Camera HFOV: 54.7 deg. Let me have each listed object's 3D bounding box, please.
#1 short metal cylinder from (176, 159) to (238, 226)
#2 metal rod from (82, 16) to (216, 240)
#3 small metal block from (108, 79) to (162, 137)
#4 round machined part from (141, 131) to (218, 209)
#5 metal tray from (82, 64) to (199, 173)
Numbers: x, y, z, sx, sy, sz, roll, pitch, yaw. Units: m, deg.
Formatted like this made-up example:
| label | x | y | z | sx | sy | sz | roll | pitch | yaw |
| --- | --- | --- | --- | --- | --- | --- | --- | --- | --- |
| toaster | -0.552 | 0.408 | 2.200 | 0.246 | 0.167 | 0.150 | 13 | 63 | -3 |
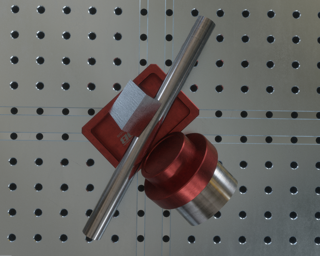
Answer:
| label | x | y | z | sx | sy | sz | roll | pitch | yaw |
| --- | --- | --- | --- | --- | --- | --- | --- | --- | --- |
| short metal cylinder | 0.049 | 0.074 | 0.385 | 0.080 | 0.080 | 0.050 | -43 | 91 | 0 |
| metal rod | -0.013 | 0.000 | 0.383 | 0.025 | 0.025 | 0.299 | 28 | 90 | -1 |
| small metal block | -0.032 | -0.025 | 0.378 | 0.025 | 0.050 | 0.050 | 28 | 102 | -38 |
| round machined part | 0.016 | 0.043 | 0.367 | 0.098 | 0.098 | 0.042 | -46 | 112 | 0 |
| metal tray | -0.025 | -0.009 | 0.410 | 0.130 | 0.030 | 0.090 | -43 | 91 | 0 |
